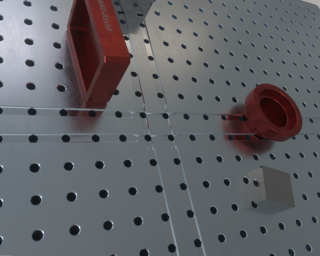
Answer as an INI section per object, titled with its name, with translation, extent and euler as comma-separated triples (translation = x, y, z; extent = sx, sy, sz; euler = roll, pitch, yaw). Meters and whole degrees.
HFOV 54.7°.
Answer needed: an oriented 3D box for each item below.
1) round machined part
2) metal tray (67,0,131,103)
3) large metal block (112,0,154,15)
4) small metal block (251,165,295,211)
[round machined part]
translation = 0.179, -0.021, 0.506
extent = 0.099, 0.042, 0.098
euler = 14, 56, -21
[metal tray]
translation = -0.082, -0.108, 0.388
extent = 0.030, 0.090, 0.130
euler = -5, 64, -31
[large metal block]
translation = -0.059, -0.237, 0.505
extent = 0.081, 0.050, 0.080
euler = -5, 64, -30
[small metal block]
translation = 0.160, 0.086, 0.441
extent = 0.050, 0.025, 0.050
euler = 17, 55, -18
